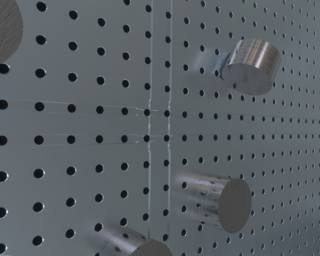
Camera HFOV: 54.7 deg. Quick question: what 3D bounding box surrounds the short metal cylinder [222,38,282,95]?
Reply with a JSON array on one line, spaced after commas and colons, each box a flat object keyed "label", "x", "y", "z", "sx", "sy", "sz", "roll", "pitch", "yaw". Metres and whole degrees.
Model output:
[{"label": "short metal cylinder", "x": 0.146, "y": -0.096, "z": 0.495, "sx": 0.080, "sy": 0.080, "sz": 0.050, "roll": 40, "pitch": 66, "yaw": -33}]

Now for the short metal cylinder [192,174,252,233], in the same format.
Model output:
[{"label": "short metal cylinder", "x": 0.095, "y": 0.113, "z": 0.472, "sx": 0.081, "sy": 0.050, "sz": 0.079, "roll": 0, "pitch": 90, "yaw": -40}]

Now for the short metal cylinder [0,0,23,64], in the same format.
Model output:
[{"label": "short metal cylinder", "x": -0.163, "y": -0.085, "z": 0.256, "sx": 0.081, "sy": 0.050, "sz": 0.079, "roll": 0, "pitch": 90, "yaw": -40}]

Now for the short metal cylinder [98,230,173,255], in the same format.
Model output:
[{"label": "short metal cylinder", "x": -0.030, "y": 0.168, "z": 0.368, "sx": 0.081, "sy": 0.050, "sz": 0.079, "roll": 0, "pitch": 90, "yaw": -40}]
